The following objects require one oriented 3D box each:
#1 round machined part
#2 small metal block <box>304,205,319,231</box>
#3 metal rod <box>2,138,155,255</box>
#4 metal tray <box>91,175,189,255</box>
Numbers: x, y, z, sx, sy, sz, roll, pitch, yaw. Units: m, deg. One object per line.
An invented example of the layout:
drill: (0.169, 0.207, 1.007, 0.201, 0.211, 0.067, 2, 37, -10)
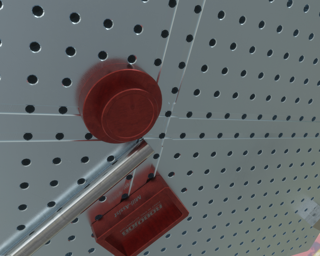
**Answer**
round machined part: (-0.041, -0.023, 0.365, 0.099, 0.042, 0.097, -14, 125, -21)
small metal block: (0.396, 0.224, 0.771, 0.050, 0.025, 0.050, 31, 101, -38)
metal rod: (-0.130, 0.119, 0.414, 0.300, 0.025, 0.025, -40, 130, -2)
metal tray: (-0.028, 0.143, 0.483, 0.130, 0.030, 0.090, -37, 130, -4)
